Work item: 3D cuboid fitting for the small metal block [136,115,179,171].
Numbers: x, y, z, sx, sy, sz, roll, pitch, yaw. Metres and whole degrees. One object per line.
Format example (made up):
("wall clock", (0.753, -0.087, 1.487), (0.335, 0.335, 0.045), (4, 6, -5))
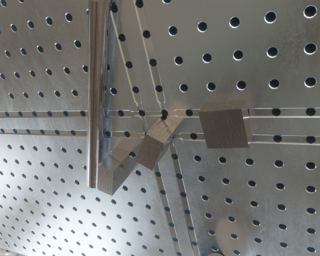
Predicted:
("small metal block", (-0.003, 0.019, 0.407), (0.025, 0.050, 0.050), (29, 128, 9))

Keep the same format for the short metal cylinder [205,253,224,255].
("short metal cylinder", (0.079, 0.244, 0.484), (0.080, 0.080, 0.050), (45, 129, -3))

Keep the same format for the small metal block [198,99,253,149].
("small metal block", (0.078, -0.004, 0.367), (0.050, 0.025, 0.050), (-3, 117, 29))

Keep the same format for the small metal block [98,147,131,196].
("small metal block", (-0.069, 0.065, 0.470), (0.025, 0.050, 0.050), (20, 126, 16))

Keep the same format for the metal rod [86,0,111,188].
("metal rod", (-0.090, -0.027, 0.440), (0.025, 0.025, 0.298), (21, 126, 15))
